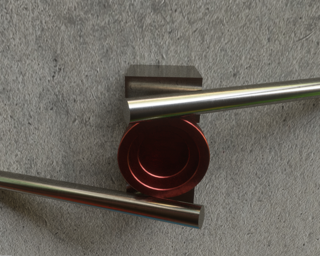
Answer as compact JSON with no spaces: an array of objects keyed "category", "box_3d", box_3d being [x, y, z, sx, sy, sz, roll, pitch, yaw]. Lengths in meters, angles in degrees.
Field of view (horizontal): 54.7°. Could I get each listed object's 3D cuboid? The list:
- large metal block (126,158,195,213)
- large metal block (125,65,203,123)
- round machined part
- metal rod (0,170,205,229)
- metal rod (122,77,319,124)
[{"category":"large metal block","box_3d":[0.000,0.069,0.407,0.081,0.080,0.050,1,110,-1]},{"category":"large metal block","box_3d":[0.003,-0.043,0.366,0.081,0.080,0.050,1,110,-1]},{"category":"round machined part","box_3d":[0.004,0.026,0.349,0.099,0.042,0.097,0,110,-1]},{"category":"metal rod","box_3d":[-0.095,0.082,0.381,0.301,0.025,0.025,5,112,22]},{"category":"metal rod","box_3d":[0.108,-0.036,0.342,0.303,0.025,0.025,-8,112,-21]}]
